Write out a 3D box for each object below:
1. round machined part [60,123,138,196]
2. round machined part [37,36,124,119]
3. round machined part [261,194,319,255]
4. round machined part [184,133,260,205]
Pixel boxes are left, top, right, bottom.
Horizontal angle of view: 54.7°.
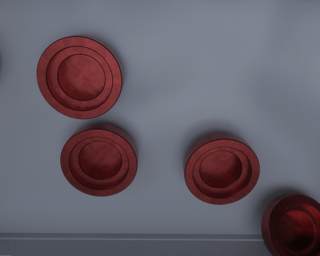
[{"bbox_3d":[-0.078,0.039,0.416,0.099,0.042,0.097,0,110,-1],"label":"round machined part"},{"bbox_3d":[-0.093,-0.063,0.378,0.099,0.042,0.097,0,110,-1],"label":"round machined part"},{"bbox_3d":[0.189,0.145,0.442,0.099,0.042,0.098,3,75,-11],"label":"round machined part"},{"bbox_3d":[0.081,0.052,0.423,0.099,0.042,0.097,0,110,-1],"label":"round machined part"}]
